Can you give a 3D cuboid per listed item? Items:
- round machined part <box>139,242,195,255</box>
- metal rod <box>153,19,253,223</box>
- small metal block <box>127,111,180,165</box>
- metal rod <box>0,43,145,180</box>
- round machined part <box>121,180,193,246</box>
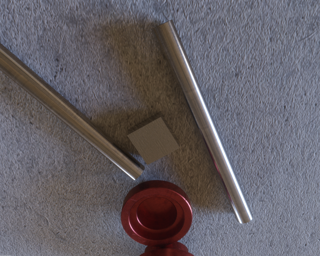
[{"bbox_3d":[0.010,0.205,0.466,0.099,0.042,0.097,0,130,0],"label":"round machined part"},{"bbox_3d":[0.064,0.005,0.412,0.025,0.025,0.299,-23,109,8],"label":"metal rod"},{"bbox_3d":[-0.008,0.014,0.415,0.050,0.025,0.050,-29,108,10],"label":"small metal block"},{"bbox_3d":[-0.137,-0.035,0.395,0.300,0.025,0.025,42,105,-14],"label":"metal rod"},{"bbox_3d":[-0.004,0.117,0.444,0.099,0.042,0.097,0,110,0],"label":"round machined part"}]
